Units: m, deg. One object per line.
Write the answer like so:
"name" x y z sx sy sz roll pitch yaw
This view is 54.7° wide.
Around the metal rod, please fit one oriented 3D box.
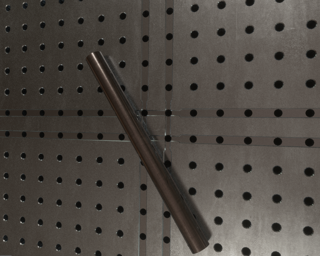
"metal rod" -0.022 0.025 0.419 0.025 0.025 0.299 -33 80 17
